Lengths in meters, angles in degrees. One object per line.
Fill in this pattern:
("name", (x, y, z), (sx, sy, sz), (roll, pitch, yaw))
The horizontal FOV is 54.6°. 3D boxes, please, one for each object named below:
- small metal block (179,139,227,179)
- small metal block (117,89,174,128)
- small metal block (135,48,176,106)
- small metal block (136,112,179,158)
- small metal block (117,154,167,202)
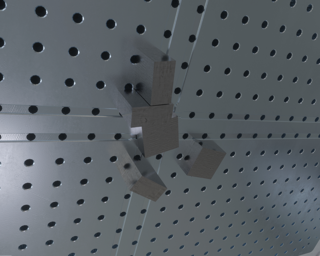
("small metal block", (0.066, 0.049, 0.476), (0.050, 0.025, 0.050), (15, 111, -34))
("small metal block", (-0.019, -0.026, 0.368), (0.050, 0.050, 0.025), (-7, 122, -25))
("small metal block", (-0.007, -0.060, 0.354), (0.025, 0.050, 0.050), (-8, 122, -24))
("small metal block", (-0.003, 0.007, 0.413), (0.050, 0.025, 0.050), (-17, 125, -19))
("small metal block", (-0.025, 0.068, 0.423), (0.050, 0.050, 0.025), (34, 99, -39))
